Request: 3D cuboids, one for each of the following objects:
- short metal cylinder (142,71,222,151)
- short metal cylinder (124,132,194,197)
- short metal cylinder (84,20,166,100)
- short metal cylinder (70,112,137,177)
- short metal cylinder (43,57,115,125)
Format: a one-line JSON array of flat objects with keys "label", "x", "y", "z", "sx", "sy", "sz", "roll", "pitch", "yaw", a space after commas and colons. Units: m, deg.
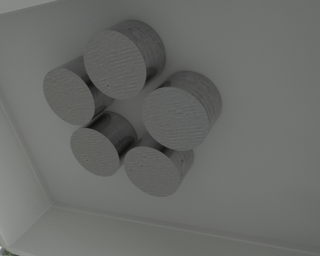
[{"label": "short metal cylinder", "x": 0.026, "y": -0.020, "z": 0.364, "sx": 0.080, "sy": 0.050, "sz": 0.079, "roll": 13, "pitch": 124, "yaw": 21}, {"label": "short metal cylinder", "x": -0.001, "y": 0.046, "z": 0.419, "sx": 0.080, "sy": 0.050, "sz": 0.079, "roll": 13, "pitch": 124, "yaw": 21}, {"label": "short metal cylinder", "x": -0.041, "y": -0.080, "z": 0.362, "sx": 0.080, "sy": 0.050, "sz": 0.079, "roll": 13, "pitch": 124, "yaw": 21}, {"label": "short metal cylinder", "x": -0.080, "y": 0.023, "z": 0.446, "sx": 0.080, "sy": 0.050, "sz": 0.079, "roll": 13, "pitch": 124, "yaw": 21}, {"label": "short metal cylinder", "x": -0.107, "y": -0.050, "z": 0.415, "sx": 0.080, "sy": 0.050, "sz": 0.079, "roll": 13, "pitch": 124, "yaw": 21}]
